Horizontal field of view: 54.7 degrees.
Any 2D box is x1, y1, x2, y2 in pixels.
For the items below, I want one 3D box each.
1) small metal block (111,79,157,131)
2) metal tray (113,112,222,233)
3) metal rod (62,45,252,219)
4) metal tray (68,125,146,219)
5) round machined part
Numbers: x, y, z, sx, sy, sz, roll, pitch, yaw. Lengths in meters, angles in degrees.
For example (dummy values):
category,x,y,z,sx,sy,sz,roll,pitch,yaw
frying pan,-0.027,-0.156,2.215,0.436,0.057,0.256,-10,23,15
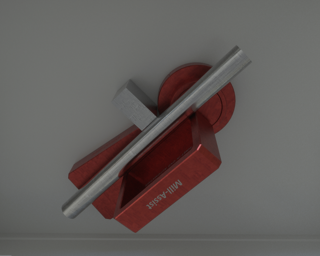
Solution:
category,x,y,z,sx,sy,sz,roll,pitch,yaw
small metal block,-0.030,-0.030,0.385,0.025,0.050,0.050,-43,105,14
metal tray,0.006,0.047,0.352,0.030,0.090,0.130,41,111,-17
metal rod,-0.016,0.016,0.374,0.299,0.025,0.025,-42,105,18
metal tray,-0.047,0.059,0.428,0.130,0.030,0.090,-33,107,11
round machined part,0.046,-0.031,0.390,0.099,0.042,0.097,0,110,-1
